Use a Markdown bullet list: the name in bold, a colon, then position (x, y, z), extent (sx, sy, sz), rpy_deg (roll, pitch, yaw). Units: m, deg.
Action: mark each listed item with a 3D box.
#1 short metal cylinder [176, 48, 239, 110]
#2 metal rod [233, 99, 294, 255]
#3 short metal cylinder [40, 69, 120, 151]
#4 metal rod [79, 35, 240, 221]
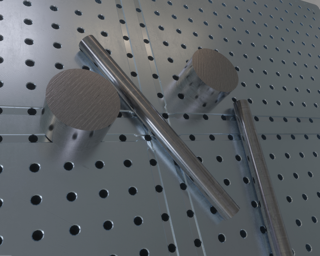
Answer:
- **short metal cylinder**: position (0.072, -0.075, 0.477), extent (0.081, 0.050, 0.080), rpy_deg (14, 56, -21)
- **metal rod**: position (0.147, 0.091, 0.431), extent (0.025, 0.025, 0.299), rpy_deg (7, 59, -25)
- **short metal cylinder**: position (-0.092, -0.021, 0.355), extent (0.081, 0.050, 0.080), rpy_deg (14, 56, -21)
- **metal rod**: position (-0.005, -0.005, 0.408), extent (0.025, 0.025, 0.300), rpy_deg (-35, 81, -38)
